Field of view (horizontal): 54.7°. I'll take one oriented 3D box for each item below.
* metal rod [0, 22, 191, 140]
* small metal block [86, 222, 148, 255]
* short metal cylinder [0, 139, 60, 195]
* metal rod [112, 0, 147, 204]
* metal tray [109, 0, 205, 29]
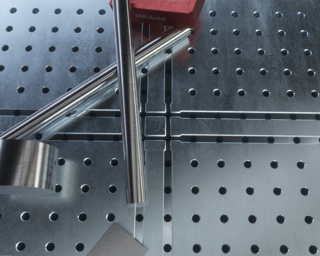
[{"bbox_3d":[-0.081,-0.066,0.434,0.301,0.025,0.025,-36,74,-13],"label":"metal rod"},{"bbox_3d":[-0.050,0.146,0.358,0.050,0.025,0.050,37,74,12],"label":"small metal block"},{"bbox_3d":[-0.162,0.049,0.363,0.081,0.080,0.050,0,70,-1],"label":"short metal cylinder"},{"bbox_3d":[-0.042,-0.054,0.409,0.025,0.025,0.299,-5,78,-2],"label":"metal rod"},{"bbox_3d":[0.001,-0.200,0.465,0.130,0.030,0.090,13,69,19],"label":"metal tray"}]
